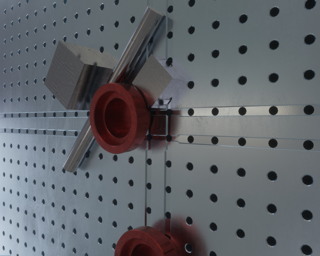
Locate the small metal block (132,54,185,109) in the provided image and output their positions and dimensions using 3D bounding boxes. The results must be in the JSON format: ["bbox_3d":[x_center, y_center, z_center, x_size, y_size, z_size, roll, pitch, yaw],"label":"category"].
[{"bbox_3d":[-0.003,-0.062,0.412,0.050,0.025,0.050,-52,60,27],"label":"small metal block"}]

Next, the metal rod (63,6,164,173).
[{"bbox_3d":[-0.081,-0.044,0.476,0.025,0.025,0.298,49,119,29],"label":"metal rod"}]

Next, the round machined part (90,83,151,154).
[{"bbox_3d":[-0.052,-0.015,0.437,0.098,0.042,0.097,6,100,39],"label":"round machined part"}]

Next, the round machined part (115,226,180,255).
[{"bbox_3d":[-0.012,0.178,0.408,0.098,0.042,0.097,0,90,40],"label":"round machined part"}]

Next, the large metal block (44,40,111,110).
[{"bbox_3d":[-0.137,-0.084,0.506,0.080,0.050,0.080,42,116,31],"label":"large metal block"}]
